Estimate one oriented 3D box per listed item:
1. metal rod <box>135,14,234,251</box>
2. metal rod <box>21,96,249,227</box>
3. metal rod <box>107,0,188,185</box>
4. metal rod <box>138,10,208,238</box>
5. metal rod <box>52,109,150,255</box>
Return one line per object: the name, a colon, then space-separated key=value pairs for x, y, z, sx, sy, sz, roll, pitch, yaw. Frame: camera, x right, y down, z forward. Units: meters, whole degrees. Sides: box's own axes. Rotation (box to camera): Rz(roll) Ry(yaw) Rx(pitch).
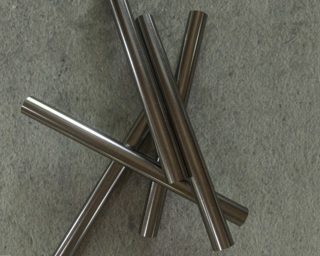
metal rod: x=0.025 y=-0.005 z=0.378 sx=0.025 sy=0.025 sz=0.299 roll=-18 pitch=78 yaw=0
metal rod: x=-0.030 y=0.041 z=0.383 sx=0.301 sy=0.025 sz=0.025 roll=28 pitch=90 yaw=-1
metal rod: x=-0.026 y=-0.078 z=0.384 sx=0.025 sy=0.025 sz=0.299 roll=-18 pitch=80 yaw=0
metal rod: x=0.017 y=-0.005 z=0.410 sx=0.025 sy=0.025 sz=0.298 roll=13 pitch=90 yaw=-1
metal rod: x=-0.087 y=0.102 z=0.408 sx=0.025 sy=0.025 sz=0.299 roll=32 pitch=90 yaw=-1
